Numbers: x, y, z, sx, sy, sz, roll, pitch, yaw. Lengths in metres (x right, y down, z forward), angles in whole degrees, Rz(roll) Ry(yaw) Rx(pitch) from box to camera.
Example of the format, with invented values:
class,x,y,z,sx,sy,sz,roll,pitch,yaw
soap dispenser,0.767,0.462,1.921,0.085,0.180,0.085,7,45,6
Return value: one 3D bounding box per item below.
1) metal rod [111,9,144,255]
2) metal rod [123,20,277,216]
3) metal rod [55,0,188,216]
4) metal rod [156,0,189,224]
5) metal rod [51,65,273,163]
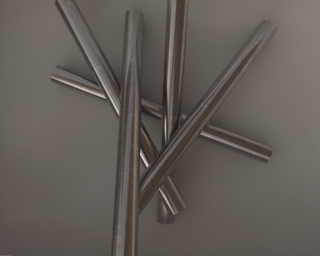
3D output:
class,x,y,z,sx,sy,sz,roll,pitch,yaw
metal rod,-0.034,-0.013,0.352,0.025,0.025,0.299,0,66,0
metal rod,0.054,-0.020,0.374,0.025,0.025,0.300,39,75,0
metal rod,-0.050,-0.032,0.383,0.025,0.025,0.299,-29,85,0
metal rod,0.015,-0.024,0.382,0.025,0.025,0.298,3,101,0
metal rod,0.003,-0.018,0.411,0.301,0.025,0.025,21,90,0
